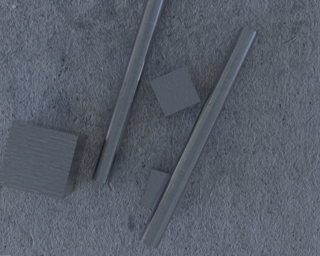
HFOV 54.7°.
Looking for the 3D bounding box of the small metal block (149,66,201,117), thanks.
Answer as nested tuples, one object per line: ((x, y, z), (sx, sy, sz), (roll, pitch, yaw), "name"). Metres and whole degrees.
((0.020, -0.047, 0.410), (0.050, 0.025, 0.050), (-24, 90, -1), "small metal block")

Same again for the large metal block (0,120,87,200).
((-0.147, 0.039, 0.396), (0.080, 0.050, 0.080), (14, 90, -1), "large metal block")

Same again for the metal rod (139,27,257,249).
((0.052, 0.006, 0.393), (0.025, 0.025, 0.299), (26, 83, -1), "metal rod")

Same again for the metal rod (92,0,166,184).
((-0.034, -0.073, 0.409), (0.025, 0.025, 0.298), (17, 90, -1), "metal rod")

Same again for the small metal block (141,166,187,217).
((0.006, 0.083, 0.410), (0.050, 0.025, 0.050), (16, 90, -1), "small metal block")
